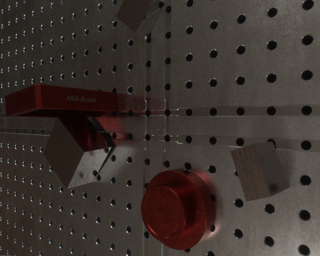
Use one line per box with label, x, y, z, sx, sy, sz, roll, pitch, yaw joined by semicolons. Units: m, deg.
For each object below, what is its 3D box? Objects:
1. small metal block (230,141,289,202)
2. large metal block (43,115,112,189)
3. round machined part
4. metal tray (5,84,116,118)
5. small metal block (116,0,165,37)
small metal block;0.100;0.042;0.309;0.025;0.050;0.050;-25;75;37
large metal block;-0.134;0.036;0.494;0.080;0.050;0.079;46;122;26
round machined part;0.015;0.102;0.384;0.098;0.042;0.097;0;90;39
metal tray;-0.142;-0.035;0.455;0.090;0.131;0.030;-8;85;39
small metal block;-0.028;-0.164;0.430;0.050;0.025;0.050;45;117;30
